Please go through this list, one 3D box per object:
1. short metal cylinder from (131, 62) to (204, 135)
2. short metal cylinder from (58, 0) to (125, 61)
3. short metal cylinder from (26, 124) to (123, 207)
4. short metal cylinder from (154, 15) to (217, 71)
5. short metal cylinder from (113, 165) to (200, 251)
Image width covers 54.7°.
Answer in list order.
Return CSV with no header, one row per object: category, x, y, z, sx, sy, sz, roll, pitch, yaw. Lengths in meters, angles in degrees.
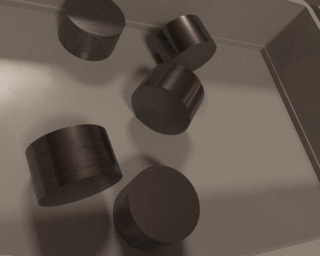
short metal cylinder,0.010,-0.037,0.400,0.080,0.080,0.050,36,51,-5
short metal cylinder,-0.094,-0.139,0.425,0.081,0.050,0.080,14,56,-21
short metal cylinder,-0.083,0.038,0.303,0.081,0.080,0.050,-10,67,-33
short metal cylinder,0.037,-0.123,0.467,0.081,0.080,0.050,-15,70,-34
short metal cylinder,-0.005,0.087,0.335,0.081,0.050,0.080,14,56,-21
